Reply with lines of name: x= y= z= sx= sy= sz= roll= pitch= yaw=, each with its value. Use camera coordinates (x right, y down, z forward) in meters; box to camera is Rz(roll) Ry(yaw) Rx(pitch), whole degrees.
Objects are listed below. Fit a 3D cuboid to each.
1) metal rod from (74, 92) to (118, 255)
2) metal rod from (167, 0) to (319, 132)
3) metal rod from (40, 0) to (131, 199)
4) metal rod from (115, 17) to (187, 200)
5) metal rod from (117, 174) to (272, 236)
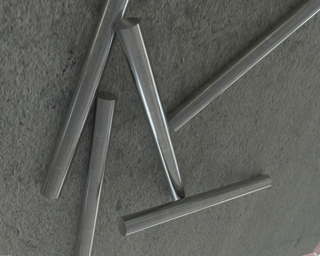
metal rod: x=-0.092 y=0.094 z=0.414 sx=0.025 sy=0.025 sz=0.298 roll=-1 pitch=119 yaw=-28
metal rod: x=0.128 y=-0.100 z=0.413 sx=0.300 sy=0.025 sz=0.025 roll=-40 pitch=129 yaw=-1
metal rod: x=-0.077 y=-0.049 z=0.333 sx=0.025 sy=0.025 sz=0.298 roll=11 pitch=113 yaw=-33
metal rod: x=0.001 y=0.007 z=0.396 sx=0.025 sy=0.025 sz=0.299 roll=-27 pitch=133 yaw=-12
metal rod: x=0.074 y=0.113 z=0.489 sx=0.303 sy=0.025 sz=0.025 roll=-7 pitch=122 yaw=-35
